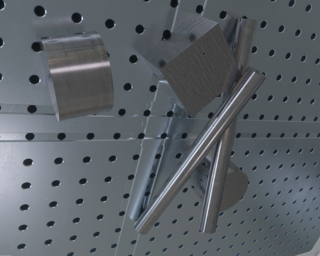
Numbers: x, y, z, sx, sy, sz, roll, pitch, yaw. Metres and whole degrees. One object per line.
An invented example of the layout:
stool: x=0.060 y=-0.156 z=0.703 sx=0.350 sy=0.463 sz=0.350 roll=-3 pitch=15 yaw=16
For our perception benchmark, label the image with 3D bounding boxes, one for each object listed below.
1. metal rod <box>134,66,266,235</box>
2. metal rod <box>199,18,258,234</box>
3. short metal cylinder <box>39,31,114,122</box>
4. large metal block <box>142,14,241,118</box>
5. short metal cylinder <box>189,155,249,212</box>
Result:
metal rod: x=0.043 y=0.047 z=0.430 sx=0.025 sy=0.025 sz=0.298 roll=14 pitch=122 yaw=-34
metal rod: x=0.090 y=0.007 z=0.425 sx=0.025 sy=0.025 sz=0.298 roll=0 pitch=106 yaw=-29
short metal cylinder: x=-0.081 y=-0.050 z=0.300 sx=0.050 sy=0.080 sz=0.079 roll=-14 pitch=124 yaw=-21
large metal block: x=0.040 y=-0.074 z=0.371 sx=0.080 sy=0.050 sz=0.080 roll=-39 pitch=130 yaw=-2
short metal cylinder: x=0.095 y=0.089 z=0.502 sx=0.081 sy=0.050 sz=0.079 roll=-14 pitch=124 yaw=-21
